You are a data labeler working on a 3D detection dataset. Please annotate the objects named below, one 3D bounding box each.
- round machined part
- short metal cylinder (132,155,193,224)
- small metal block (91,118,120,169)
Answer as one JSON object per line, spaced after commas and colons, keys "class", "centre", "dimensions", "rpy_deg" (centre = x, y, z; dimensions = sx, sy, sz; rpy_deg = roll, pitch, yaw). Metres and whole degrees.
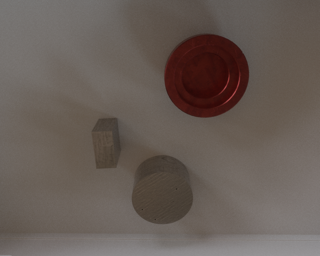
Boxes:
{"class": "round machined part", "centre": [0.054, -0.065, 0.379], "dimensions": [0.099, 0.042, 0.097], "rpy_deg": [0, 110, -1]}
{"class": "short metal cylinder", "centre": [0.003, 0.085, 0.429], "dimensions": [0.081, 0.050, 0.079], "rpy_deg": [0, 110, -1]}
{"class": "small metal block", "centre": [-0.069, 0.019, 0.404], "dimensions": [0.025, 0.050, 0.050], "rpy_deg": [-3, 110, 1]}
